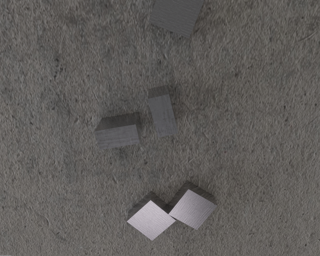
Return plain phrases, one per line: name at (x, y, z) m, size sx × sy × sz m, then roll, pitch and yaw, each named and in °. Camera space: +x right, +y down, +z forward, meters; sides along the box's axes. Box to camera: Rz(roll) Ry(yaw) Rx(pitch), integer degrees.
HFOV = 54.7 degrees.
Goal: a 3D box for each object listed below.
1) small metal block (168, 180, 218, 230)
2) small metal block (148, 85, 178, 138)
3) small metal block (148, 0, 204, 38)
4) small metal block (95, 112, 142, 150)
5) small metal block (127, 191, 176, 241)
small metal block at (0.047, 0.112, 0.452) m, size 0.050 × 0.025 × 0.050 m, roll 32°, pitch 107°, yaw -11°
small metal block at (0.004, -0.022, 0.388) m, size 0.025 × 0.050 × 0.050 m, roll -13°, pitch 110°, yaw 5°
small metal block at (0.019, -0.138, 0.359) m, size 0.050 × 0.025 × 0.050 m, roll 20°, pitch 109°, yaw -7°
small metal block at (-0.051, 0.003, 0.397) m, size 0.050 × 0.050 × 0.025 m, roll -10°, pitch 110°, yaw 3°
small metal block at (-0.012, 0.130, 0.457) m, size 0.050 × 0.025 × 0.050 m, roll 42°, pitch 105°, yaw -14°
